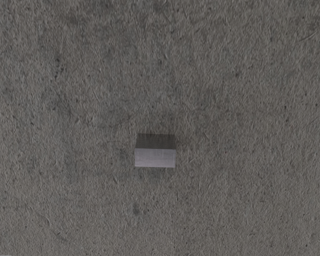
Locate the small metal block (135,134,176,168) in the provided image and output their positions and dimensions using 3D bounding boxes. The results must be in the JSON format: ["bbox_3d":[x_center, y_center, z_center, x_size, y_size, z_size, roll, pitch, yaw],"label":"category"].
[{"bbox_3d":[-0.006,0.029,0.407,0.050,0.050,0.025,2,110,-1],"label":"small metal block"}]
